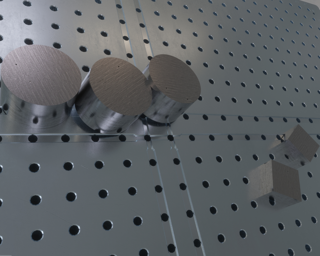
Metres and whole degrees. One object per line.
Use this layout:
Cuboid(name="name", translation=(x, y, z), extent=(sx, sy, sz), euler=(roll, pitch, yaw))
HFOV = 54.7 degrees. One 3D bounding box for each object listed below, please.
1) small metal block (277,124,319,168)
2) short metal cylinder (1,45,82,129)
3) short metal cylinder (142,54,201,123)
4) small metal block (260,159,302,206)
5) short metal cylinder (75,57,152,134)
Cuboid(name="small metal block", translation=(0.230, 0.029, 0.514), extent=(0.050, 0.025, 0.050), euler=(48, 51, 5))
Cuboid(name="short metal cylinder", translation=(-0.134, -0.046, 0.348), extent=(0.081, 0.050, 0.080), euler=(13, 56, -21))
Cuboid(name="short metal cylinder", translation=(0.008, -0.054, 0.424), extent=(0.081, 0.050, 0.080), euler=(18, 51, -24))
Cuboid(name="small metal block", translation=(0.176, 0.081, 0.454), extent=(0.050, 0.025, 0.050), euler=(22, 54, -15))
Cuboid(name="short metal cylinder", translation=(-0.057, -0.039, 0.379), extent=(0.081, 0.050, 0.080), euler=(18, 54, -27))
